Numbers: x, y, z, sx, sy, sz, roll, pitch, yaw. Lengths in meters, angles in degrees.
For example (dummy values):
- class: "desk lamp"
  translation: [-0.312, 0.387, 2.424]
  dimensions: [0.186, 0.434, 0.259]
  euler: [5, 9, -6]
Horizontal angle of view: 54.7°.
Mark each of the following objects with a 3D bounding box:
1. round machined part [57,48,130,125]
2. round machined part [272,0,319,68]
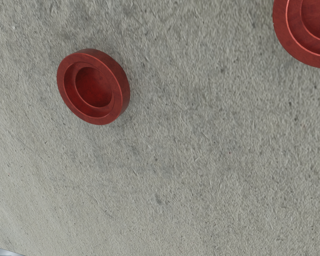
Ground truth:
- class: "round machined part"
  translation: [-0.081, -0.056, 0.404]
  dimensions: [0.098, 0.042, 0.097]
  euler: [13, 124, 21]
- class: "round machined part"
  translation: [0.147, -0.102, 0.255]
  dimensions: [0.098, 0.042, 0.097]
  euler: [13, 124, 21]
